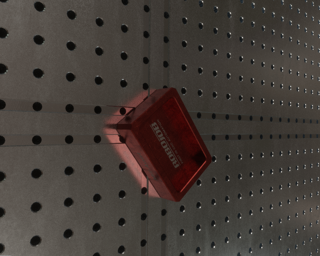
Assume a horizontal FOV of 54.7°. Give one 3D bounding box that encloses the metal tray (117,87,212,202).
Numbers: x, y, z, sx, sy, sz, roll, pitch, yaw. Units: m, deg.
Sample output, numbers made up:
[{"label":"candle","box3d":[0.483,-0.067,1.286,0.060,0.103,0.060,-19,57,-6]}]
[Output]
[{"label":"metal tray","box3d":[0.012,0.022,0.417,0.090,0.030,0.130,-45,117,-31]}]
